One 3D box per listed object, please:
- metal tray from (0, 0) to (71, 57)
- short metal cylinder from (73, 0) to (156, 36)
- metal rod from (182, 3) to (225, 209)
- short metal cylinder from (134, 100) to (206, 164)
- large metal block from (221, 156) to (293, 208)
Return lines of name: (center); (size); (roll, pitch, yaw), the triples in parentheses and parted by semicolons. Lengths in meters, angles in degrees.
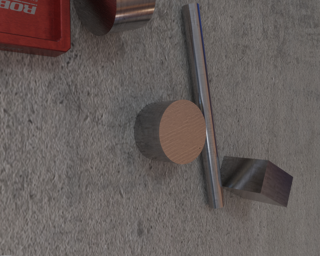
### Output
metal tray: (-0.148, -0.118, 0.276); (0.131, 0.030, 0.089); (-1, 91, -40)
short metal cylinder: (-0.050, -0.142, 0.326); (0.050, 0.080, 0.080); (-26, 107, -37)
metal rod: (0.065, -0.027, 0.458); (0.025, 0.025, 0.298); (-15, 99, -39)
short metal cylinder: (0.014, 0.005, 0.400); (0.081, 0.050, 0.080); (0, 90, -40)
large metal block: (0.152, 0.085, 0.496); (0.080, 0.080, 0.050); (30, 72, -36)
